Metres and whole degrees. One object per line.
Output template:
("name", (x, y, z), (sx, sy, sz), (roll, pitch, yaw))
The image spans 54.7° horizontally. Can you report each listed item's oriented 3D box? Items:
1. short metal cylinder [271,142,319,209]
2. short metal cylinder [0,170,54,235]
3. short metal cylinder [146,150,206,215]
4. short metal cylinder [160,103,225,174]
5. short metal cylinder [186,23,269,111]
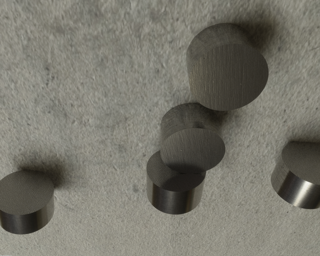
("short metal cylinder", (0.202, 0.064, 0.429), (0.081, 0.080, 0.050), (3, 130, -3))
("short metal cylinder", (-0.200, 0.109, 0.461), (0.081, 0.080, 0.050), (9, 130, -8))
("short metal cylinder", (0.021, 0.073, 0.434), (0.081, 0.080, 0.050), (1, 130, -1))
("short metal cylinder", (0.041, 0.014, 0.404), (0.081, 0.050, 0.079), (-1, 130, 0))
("short metal cylinder", (0.070, -0.065, 0.336), (0.081, 0.050, 0.079), (0, 130, 0))
